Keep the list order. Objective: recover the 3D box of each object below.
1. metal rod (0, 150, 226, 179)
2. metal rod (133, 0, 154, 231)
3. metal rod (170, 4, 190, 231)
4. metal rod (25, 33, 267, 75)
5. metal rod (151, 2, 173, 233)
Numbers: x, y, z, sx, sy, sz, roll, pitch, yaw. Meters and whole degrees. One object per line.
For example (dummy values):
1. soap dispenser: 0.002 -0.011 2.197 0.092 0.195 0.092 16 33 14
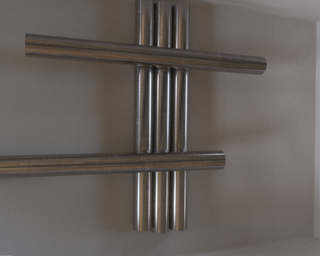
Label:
1. metal rod: -0.068 0.042 0.365 0.302 0.025 0.025 0 90 -13
2. metal rod: -0.021 -0.019 0.402 0.025 0.025 0.298 1 90 -20
3. metal rod: 0.026 -0.014 0.418 0.025 0.025 0.298 1 90 -20
4. metal rod: -0.001 -0.088 0.382 0.302 0.025 0.025 0 90 -20
5. metal rod: 0.002 -0.014 0.410 0.025 0.025 0.298 1 90 -20
